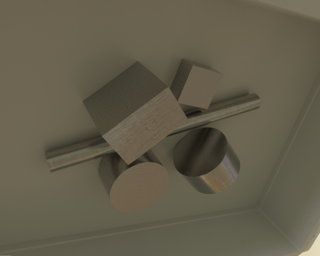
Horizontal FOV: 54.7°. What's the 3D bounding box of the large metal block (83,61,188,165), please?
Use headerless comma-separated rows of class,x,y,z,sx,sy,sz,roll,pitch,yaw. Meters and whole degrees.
large metal block,-0.029,-0.019,0.345,0.080,0.080,0.050,-37,130,-4

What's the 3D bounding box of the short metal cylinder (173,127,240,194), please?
short metal cylinder,0.066,0.046,0.438,0.080,0.080,0.050,-40,130,-1

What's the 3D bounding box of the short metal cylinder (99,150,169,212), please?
short metal cylinder,-0.035,0.065,0.412,0.081,0.050,0.079,-14,125,-21

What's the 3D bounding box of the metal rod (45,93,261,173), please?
metal rod,0.006,0.000,0.412,0.302,0.025,0.025,-16,125,-20

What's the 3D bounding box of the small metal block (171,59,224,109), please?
small metal block,0.046,-0.056,0.399,0.050,0.025,0.050,9,114,-33
